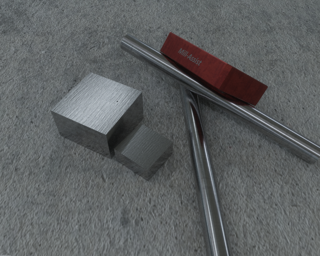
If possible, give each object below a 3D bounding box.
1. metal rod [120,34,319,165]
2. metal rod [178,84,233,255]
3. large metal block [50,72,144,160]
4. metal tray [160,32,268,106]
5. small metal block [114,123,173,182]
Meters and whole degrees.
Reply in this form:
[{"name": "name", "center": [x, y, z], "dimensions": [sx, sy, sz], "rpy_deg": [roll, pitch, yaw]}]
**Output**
[{"name": "metal rod", "center": [0.072, -0.046, 0.415], "dimensions": [0.300, 0.025, 0.025], "rpy_deg": [33, 57, 14]}, {"name": "metal rod", "center": [0.049, 0.026, 0.382], "dimensions": [0.025, 0.025, 0.300], "rpy_deg": [-3, 50, -3]}, {"name": "large metal block", "center": [-0.077, -0.018, 0.401], "dimensions": [0.080, 0.050, 0.080], "rpy_deg": [22, 53, 17]}, {"name": "metal tray", "center": [0.070, -0.082, 0.419], "dimensions": [0.091, 0.030, 0.130], "rpy_deg": [15, 21, -42]}, {"name": "small metal block", "center": [-0.019, 0.029, 0.379], "dimensions": [0.050, 0.025, 0.050], "rpy_deg": [30, 56, 22]}]
